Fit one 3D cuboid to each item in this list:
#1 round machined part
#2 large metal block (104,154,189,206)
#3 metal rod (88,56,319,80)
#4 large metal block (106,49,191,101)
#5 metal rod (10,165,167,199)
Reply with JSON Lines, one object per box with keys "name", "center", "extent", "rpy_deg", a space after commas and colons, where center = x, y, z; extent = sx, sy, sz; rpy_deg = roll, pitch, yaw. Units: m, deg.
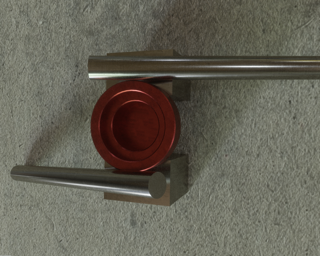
{"name": "round machined part", "center": [-0.024, -0.002, 0.346], "extent": [0.098, 0.042, 0.097], "rpy_deg": [0, 90, 19]}
{"name": "large metal block", "center": [-0.013, 0.059, 0.385], "extent": [0.080, 0.080, 0.050], "rpy_deg": [1, 91, 19]}
{"name": "metal rod", "center": [0.079, -0.063, 0.325], "extent": [0.302, 0.025, 0.025], "rpy_deg": [-1, 90, -3]}
{"name": "large metal block", "center": [-0.011, -0.061, 0.384], "extent": [0.080, 0.080, 0.050], "rpy_deg": [1, 91, 19]}
{"name": "metal rod", "center": [-0.113, 0.062, 0.390], "extent": [0.300, 0.025, 0.025], "rpy_deg": [-5, 89, 42]}
